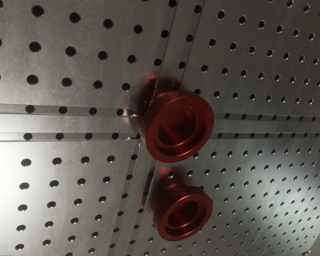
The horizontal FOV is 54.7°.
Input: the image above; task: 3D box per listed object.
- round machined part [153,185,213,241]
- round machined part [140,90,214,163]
[{"bbox_3d":[0.033,0.132,0.502,0.099,0.042,0.097,-14,125,-21],"label":"round machined part"},{"bbox_3d":[0.019,-0.006,0.409,0.099,0.042,0.097,-14,125,-21],"label":"round machined part"}]
